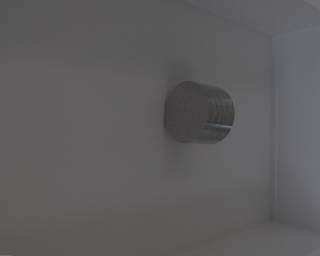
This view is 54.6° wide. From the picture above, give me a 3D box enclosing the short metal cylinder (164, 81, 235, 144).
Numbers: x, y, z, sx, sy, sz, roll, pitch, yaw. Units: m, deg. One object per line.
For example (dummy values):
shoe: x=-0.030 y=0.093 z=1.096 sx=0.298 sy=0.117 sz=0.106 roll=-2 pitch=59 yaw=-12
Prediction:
short metal cylinder: x=0.051 y=-0.019 z=0.412 sx=0.050 sy=0.080 sz=0.080 roll=5 pitch=87 yaw=-40
